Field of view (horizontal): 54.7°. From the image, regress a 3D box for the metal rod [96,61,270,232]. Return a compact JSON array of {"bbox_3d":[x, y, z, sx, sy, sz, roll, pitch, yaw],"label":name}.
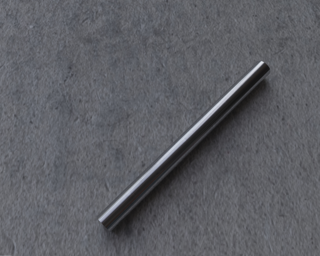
[{"bbox_3d":[0.040,0.014,0.403,0.025,0.025,0.301,43,75,14],"label":"metal rod"}]
